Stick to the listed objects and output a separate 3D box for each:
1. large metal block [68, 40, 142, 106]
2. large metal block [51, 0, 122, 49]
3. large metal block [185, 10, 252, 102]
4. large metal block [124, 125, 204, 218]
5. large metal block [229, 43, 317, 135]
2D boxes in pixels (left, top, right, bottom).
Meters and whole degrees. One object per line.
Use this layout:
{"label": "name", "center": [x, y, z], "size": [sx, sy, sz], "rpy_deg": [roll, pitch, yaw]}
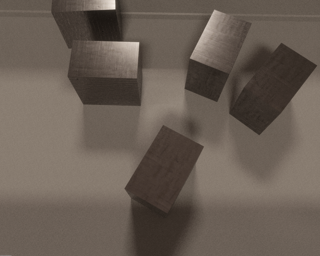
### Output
{"label": "large metal block", "center": [-0.066, -0.069, 0.405], "size": [0.081, 0.080, 0.050], "rpy_deg": [2, 70, 0]}
{"label": "large metal block", "center": [-0.098, -0.158, 0.437], "size": [0.081, 0.080, 0.050], "rpy_deg": [-3, 70, -2]}
{"label": "large metal block", "center": [0.075, -0.094, 0.416], "size": [0.050, 0.080, 0.080], "rpy_deg": [24, 72, 8]}
{"label": "large metal block", "center": [0.005, 0.054, 0.361], "size": [0.050, 0.080, 0.080], "rpy_deg": [28, 72, 9]}
{"label": "large metal block", "center": [0.142, -0.047, 0.399], "size": [0.050, 0.080, 0.080], "rpy_deg": [38, 74, 12]}
